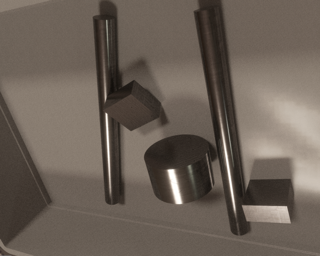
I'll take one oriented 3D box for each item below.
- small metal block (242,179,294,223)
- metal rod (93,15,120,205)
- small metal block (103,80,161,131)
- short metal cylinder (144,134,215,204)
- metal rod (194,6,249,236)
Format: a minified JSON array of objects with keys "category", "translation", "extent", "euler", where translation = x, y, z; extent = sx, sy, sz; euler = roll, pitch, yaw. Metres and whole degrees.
[{"category":"small metal block","translation":[0.132,0.087,0.376],"extent":[0.050,0.050,0.025],"euler":[-7,115,31]},{"category":"metal rod","translation":[-0.073,-0.004,0.442],"extent":[0.025,0.025,0.298],"euler":[16,125,19]},{"category":"small metal block","translation":[-0.035,-0.027,0.395],"extent":[0.050,0.025,0.050],"euler":[-25,131,33]},{"category":"short metal cylinder","translation":[0.025,0.049,0.389],"extent":[0.080,0.080,0.050],"euler":[1,119,27]},{"category":"metal rod","translation":[0.079,0.011,0.373],"extent":[0.025,0.025,0.298],"euler":[0,119,28]}]
